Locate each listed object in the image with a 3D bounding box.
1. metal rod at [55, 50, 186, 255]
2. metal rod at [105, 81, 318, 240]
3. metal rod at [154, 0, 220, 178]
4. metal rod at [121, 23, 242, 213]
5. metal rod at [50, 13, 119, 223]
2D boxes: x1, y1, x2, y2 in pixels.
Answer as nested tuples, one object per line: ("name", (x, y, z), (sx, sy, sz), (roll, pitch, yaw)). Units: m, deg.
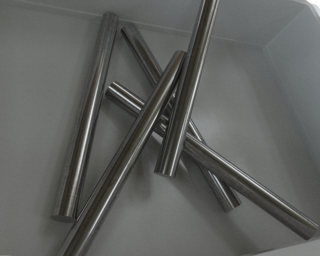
("metal rod", (-0.032, 0.022, 0.344), (0.025, 0.025, 0.300), (32, 61, -8))
("metal rod", (0.058, 0.036, 0.385), (0.300, 0.025, 0.025), (36, 51, 7))
("metal rod", (0.044, -0.085, 0.392), (0.025, 0.025, 0.299), (21, 73, -16))
("metal rod", (0.022, -0.024, 0.432), (0.025, 0.025, 0.299), (-19, 72, -35))
("metal rod", (-0.084, -0.037, 0.382), (0.025, 0.025, 0.300), (17, 55, -19))
